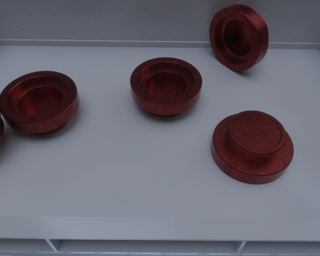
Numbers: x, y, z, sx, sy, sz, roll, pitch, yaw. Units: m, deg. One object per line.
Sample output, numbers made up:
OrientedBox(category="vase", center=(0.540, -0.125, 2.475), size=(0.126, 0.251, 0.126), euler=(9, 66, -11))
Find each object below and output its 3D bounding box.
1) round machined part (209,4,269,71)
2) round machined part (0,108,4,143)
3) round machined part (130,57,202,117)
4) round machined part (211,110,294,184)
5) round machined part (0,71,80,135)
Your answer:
OrientedBox(category="round machined part", center=(0.126, -0.142, 0.478), size=(0.042, 0.097, 0.098), euler=(-31, 57, -26))
OrientedBox(category="round machined part", center=(-0.231, 0.004, 0.372), size=(0.098, 0.042, 0.098), euler=(-8, 65, 17))
OrientedBox(category="round machined part", center=(0.009, -0.054, 0.439), size=(0.099, 0.042, 0.098), euler=(0, 50, 0))
OrientedBox(category="round machined part", center=(0.115, 0.016, 0.382), size=(0.099, 0.042, 0.098), euler=(0, 50, 0))
OrientedBox(category="round machined part", center=(-0.158, -0.030, 0.417), size=(0.099, 0.042, 0.098), euler=(1, 50, -1))
